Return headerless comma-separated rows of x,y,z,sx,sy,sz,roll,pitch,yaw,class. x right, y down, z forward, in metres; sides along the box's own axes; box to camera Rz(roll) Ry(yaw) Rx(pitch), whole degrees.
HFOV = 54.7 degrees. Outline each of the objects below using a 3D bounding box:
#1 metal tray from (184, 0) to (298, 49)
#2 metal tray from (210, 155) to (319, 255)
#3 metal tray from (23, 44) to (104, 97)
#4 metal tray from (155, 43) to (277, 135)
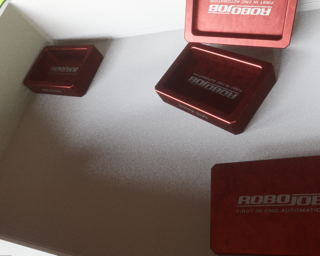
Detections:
0.099,-0.151,0.386,0.130,0.089,0.030,8,25,16,metal tray
0.116,0.076,0.295,0.130,0.030,0.090,-8,58,23,metal tray
-0.174,-0.104,0.554,0.130,0.030,0.090,8,65,31,metal tray
0.068,-0.057,0.400,0.130,0.030,0.090,29,77,37,metal tray
